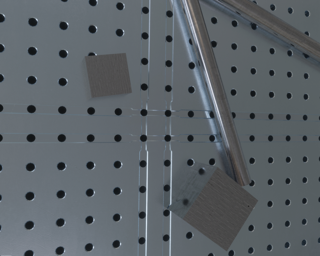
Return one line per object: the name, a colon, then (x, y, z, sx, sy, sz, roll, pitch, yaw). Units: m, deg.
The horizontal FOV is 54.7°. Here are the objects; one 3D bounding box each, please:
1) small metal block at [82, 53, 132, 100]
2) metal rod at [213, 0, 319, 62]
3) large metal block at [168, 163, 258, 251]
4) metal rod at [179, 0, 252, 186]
small metal block: (-0.066, -0.065, 0.388, 0.050, 0.025, 0.050, -10, 94, -20)
metal rod: (0.190, -0.152, 0.482, 0.302, 0.025, 0.025, 22, 83, -19)
large metal block: (0.073, 0.106, 0.427, 0.080, 0.050, 0.080, 40, 77, -16)
metal rod: (0.077, -0.060, 0.441, 0.025, 0.025, 0.298, -20, 97, -19)
